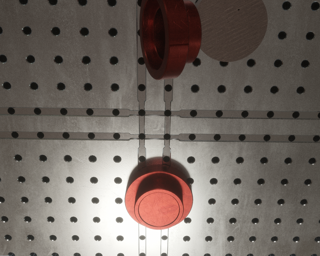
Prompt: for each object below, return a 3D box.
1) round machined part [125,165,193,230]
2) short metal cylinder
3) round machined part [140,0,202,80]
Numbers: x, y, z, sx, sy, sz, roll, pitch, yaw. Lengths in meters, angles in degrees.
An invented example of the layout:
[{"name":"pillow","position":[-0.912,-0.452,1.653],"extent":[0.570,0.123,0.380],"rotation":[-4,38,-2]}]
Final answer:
[{"name":"round machined part","position":[-0.002,0.105,0.443],"extent":[0.099,0.042,0.097],"rotation":[0,110,-1]},{"name":"short metal cylinder","position":[0.076,-0.120,0.357],"extent":[0.081,0.050,0.079],"rotation":[0,110,-1]},{"name":"round machined part","position":[0.012,-0.103,0.340],"extent":[0.042,0.098,0.097],"rotation":[-9,111,-18]}]
